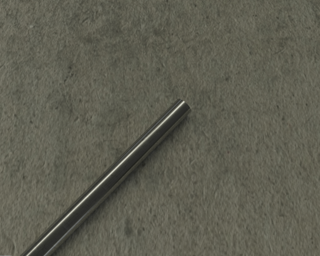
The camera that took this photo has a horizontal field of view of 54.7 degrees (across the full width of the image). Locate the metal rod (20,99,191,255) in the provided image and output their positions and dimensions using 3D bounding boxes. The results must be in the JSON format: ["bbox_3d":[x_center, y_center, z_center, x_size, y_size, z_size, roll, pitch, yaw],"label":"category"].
[{"bbox_3d":[-0.070,0.073,0.380,0.025,0.025,0.301,41,75,13],"label":"metal rod"}]
